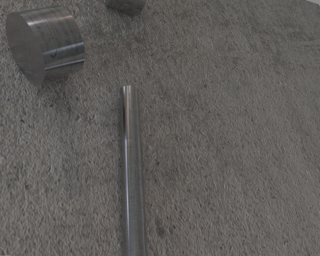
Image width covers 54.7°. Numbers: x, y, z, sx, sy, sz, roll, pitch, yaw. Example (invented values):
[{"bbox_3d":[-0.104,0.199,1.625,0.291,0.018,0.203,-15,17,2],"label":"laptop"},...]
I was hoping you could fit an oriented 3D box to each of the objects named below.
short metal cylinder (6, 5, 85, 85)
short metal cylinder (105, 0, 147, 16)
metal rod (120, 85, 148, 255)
[{"bbox_3d":[-0.132,-0.095,0.356,0.050,0.080,0.080,-30,79,-38],"label":"short metal cylinder"},{"bbox_3d":[-0.049,-0.221,0.477,0.050,0.080,0.080,12,57,-22],"label":"short metal cylinder"},{"bbox_3d":[-0.029,0.081,0.338,0.025,0.025,0.299,9,58,-24],"label":"metal rod"}]
